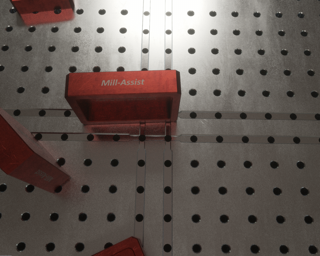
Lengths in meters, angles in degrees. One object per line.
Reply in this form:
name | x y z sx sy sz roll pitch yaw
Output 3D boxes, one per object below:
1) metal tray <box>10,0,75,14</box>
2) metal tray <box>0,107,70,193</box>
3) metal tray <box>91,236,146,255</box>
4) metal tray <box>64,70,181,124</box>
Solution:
metal tray | -0.191 -0.250 0.498 0.091 0.030 0.129 -8 70 -4
metal tray | -0.157 0.022 0.346 0.030 0.130 0.090 -43 76 -14
metal tray | -0.041 0.198 0.336 0.091 0.030 0.130 -23 72 -9
metal tray | -0.042 -0.036 0.389 0.131 0.090 0.030 -2 70 -1
